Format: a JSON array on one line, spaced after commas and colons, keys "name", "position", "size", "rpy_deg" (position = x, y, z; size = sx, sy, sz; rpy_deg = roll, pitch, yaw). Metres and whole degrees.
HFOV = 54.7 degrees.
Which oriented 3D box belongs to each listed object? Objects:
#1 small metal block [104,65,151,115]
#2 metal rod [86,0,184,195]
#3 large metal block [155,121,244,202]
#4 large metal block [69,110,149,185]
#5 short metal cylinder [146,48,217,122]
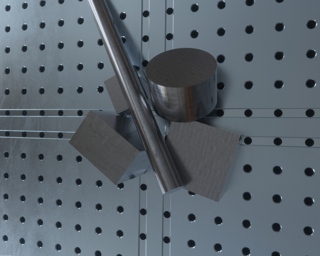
[{"name": "small metal block", "position": [-0.042, -0.051, 0.427], "size": [0.050, 0.025, 0.050], "rpy_deg": [-25, 82, 18]}, {"name": "metal rod", "position": [-0.040, -0.060, 0.394], "size": [0.025, 0.025, 0.299], "rpy_deg": [-29, 69, 17]}, {"name": "large metal block", "position": [0.050, 0.034, 0.381], "size": [0.080, 0.050, 0.080], "rpy_deg": [19, 96, 18]}, {"name": "large metal block", "position": [-0.054, 0.022, 0.401], "size": [0.080, 0.080, 0.050], "rpy_deg": [39, 102, 15]}, {"name": "short metal cylinder", "position": [0.027, -0.052, 0.366], "size": [0.080, 0.080, 0.050], "rpy_deg": [9, 137, 19]}]
